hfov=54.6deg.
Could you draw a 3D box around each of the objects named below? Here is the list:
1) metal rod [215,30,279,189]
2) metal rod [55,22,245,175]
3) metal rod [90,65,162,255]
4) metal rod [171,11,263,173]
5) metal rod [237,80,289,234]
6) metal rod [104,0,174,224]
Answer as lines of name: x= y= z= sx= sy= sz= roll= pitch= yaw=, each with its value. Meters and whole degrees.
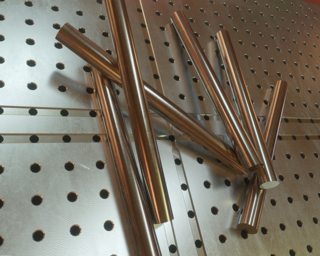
metal rod: x=0.129 y=-0.048 z=0.489 sx=0.025 sy=0.025 sz=0.300 roll=10 pitch=52 yaw=-23
metal rod: x=0.001 y=-0.030 z=0.404 sx=0.301 sy=0.025 sz=0.025 roll=36 pitch=51 yaw=-13
metal rod: x=-0.043 y=0.033 z=0.364 sx=0.025 sy=0.025 sz=0.299 roll=-4 pitch=64 yaw=-30
metal rod: x=0.076 y=-0.072 z=0.472 sx=0.025 sy=0.025 sz=0.299 roll=-3 pitch=57 yaw=-29
metal rod: x=0.168 y=0.024 z=0.482 sx=0.025 sy=0.025 sz=0.301 roll=34 pitch=51 yaw=-6
metal rod: x=-0.030 y=-0.040 z=0.364 sx=0.025 sy=0.025 sz=0.299 roll=-9 pitch=82 yaw=-32
